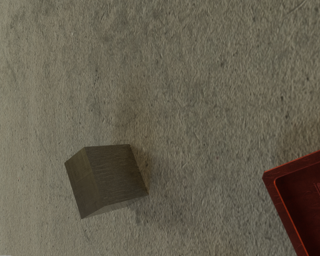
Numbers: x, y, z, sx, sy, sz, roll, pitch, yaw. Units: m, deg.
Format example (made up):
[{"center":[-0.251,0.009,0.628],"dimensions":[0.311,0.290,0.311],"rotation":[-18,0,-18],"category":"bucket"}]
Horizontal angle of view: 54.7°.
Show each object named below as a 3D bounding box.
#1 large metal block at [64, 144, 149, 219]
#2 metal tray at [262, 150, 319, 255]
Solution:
[{"center":[-0.073,0.071,0.427],"dimensions":[0.050,0.081,0.080],"rotation":[-35,69,34],"category":"large metal block"},{"center":[0.159,0.083,0.269],"dimensions":[0.090,0.030,0.130],"rotation":[-32,70,35],"category":"metal tray"}]
